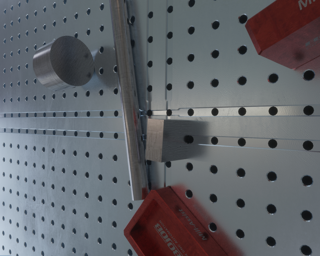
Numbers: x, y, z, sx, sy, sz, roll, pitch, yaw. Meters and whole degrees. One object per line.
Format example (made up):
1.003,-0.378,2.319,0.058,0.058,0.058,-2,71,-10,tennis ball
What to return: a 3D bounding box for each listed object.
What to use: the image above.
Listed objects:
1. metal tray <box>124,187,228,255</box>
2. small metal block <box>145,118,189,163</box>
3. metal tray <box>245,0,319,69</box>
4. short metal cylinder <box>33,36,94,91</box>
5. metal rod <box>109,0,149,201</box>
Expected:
0.017,0.151,0.391,0.130,0.030,0.089,46,118,30,metal tray
0.010,0.014,0.385,0.025,0.050,0.050,6,94,40,small metal block
0.146,-0.098,0.246,0.130,0.091,0.030,-30,72,36,metal tray
-0.155,-0.103,0.501,0.050,0.081,0.080,-7,85,40,short metal cylinder
-0.045,-0.049,0.446,0.025,0.025,0.298,-12,82,39,metal rod
